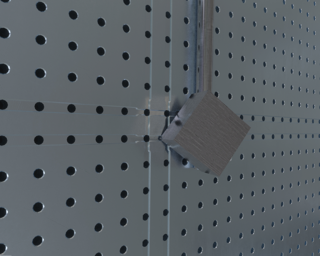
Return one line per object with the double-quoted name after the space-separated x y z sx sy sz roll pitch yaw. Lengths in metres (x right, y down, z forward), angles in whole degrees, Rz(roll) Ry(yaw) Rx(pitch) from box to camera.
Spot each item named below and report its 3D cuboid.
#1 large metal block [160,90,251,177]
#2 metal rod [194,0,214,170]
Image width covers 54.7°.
0.061 0.007 0.421 0.080 0.050 0.080 39 77 -16 "large metal block"
0.067 -0.088 0.464 0.025 0.025 0.298 2 89 -40 "metal rod"
